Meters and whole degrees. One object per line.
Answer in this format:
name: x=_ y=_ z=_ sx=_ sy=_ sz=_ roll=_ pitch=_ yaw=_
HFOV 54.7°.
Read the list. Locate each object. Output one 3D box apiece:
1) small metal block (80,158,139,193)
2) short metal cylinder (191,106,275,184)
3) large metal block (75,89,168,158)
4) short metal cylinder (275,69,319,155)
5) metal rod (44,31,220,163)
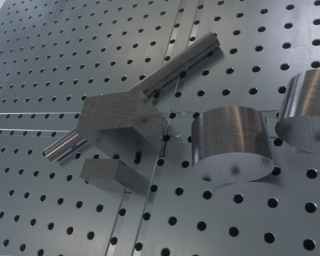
small metal block: x=-0.062 y=0.060 z=0.388 sx=0.050 sy=0.050 sz=0.025 roll=-2 pitch=61 yaw=27
short metal cylinder: x=0.073 y=0.020 z=0.322 sx=0.080 sy=0.080 sz=0.050 roll=-12 pitch=57 yaw=22
large metal block: x=-0.046 y=-0.001 z=0.398 sx=0.080 sy=0.080 sz=0.050 roll=-5 pitch=60 yaw=25
short metal cylinder: x=0.158 y=-0.013 z=0.298 sx=0.080 sy=0.080 sz=0.050 roll=11 pitch=67 yaw=32
metal rod: x=-0.044 y=-0.043 z=0.457 sx=0.300 sy=0.025 sz=0.025 roll=-35 pitch=51 yaw=5
